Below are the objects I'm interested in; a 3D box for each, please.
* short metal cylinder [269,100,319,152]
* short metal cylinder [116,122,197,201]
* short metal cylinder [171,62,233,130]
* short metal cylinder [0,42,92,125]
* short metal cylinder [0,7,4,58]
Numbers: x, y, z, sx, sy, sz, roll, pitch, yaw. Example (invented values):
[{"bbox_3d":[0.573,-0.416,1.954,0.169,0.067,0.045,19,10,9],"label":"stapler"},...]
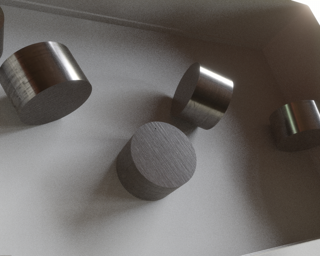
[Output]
[{"bbox_3d":[0.220,-0.001,0.489,0.081,0.080,0.050,8,58,-24],"label":"short metal cylinder"},{"bbox_3d":[-0.005,0.039,0.363,0.081,0.050,0.080,14,56,-21],"label":"short metal cylinder"},{"bbox_3d":[0.056,-0.043,0.427,0.050,0.080,0.080,22,54,-15],"label":"short metal cylinder"},{"bbox_3d":[-0.122,-0.046,0.333,0.081,0.080,0.050,-24,75,-37],"label":"short metal cylinder"},{"bbox_3d":[-0.216,-0.109,0.339,0.081,0.050,0.080,14,56,-21],"label":"short metal cylinder"}]
